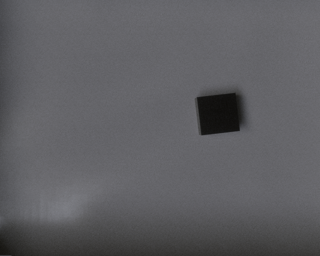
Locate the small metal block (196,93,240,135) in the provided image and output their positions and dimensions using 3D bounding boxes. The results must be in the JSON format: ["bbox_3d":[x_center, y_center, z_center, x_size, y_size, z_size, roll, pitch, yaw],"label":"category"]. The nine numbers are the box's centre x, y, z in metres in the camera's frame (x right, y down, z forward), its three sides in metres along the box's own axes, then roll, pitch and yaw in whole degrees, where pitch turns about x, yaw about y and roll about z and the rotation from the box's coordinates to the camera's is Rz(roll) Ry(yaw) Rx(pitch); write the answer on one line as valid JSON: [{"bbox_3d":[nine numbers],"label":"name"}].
[{"bbox_3d":[0.076,-0.018,0.412,0.050,0.025,0.050,-7,90,-1],"label":"small metal block"}]
